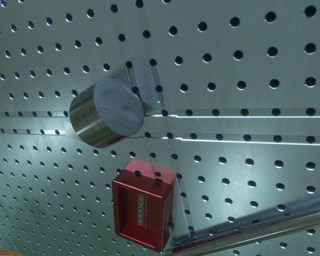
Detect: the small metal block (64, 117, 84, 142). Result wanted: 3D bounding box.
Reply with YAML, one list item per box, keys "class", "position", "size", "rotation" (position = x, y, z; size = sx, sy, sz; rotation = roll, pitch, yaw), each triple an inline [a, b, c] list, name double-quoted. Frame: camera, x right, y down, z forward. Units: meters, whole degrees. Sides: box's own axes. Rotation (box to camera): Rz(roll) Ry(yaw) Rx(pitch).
- class: "small metal block"
  position: [-0.099, -0.004, 0.443]
  size: [0.050, 0.050, 0.025]
  rotation: [18, 125, 17]

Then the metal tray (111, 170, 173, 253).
- class: "metal tray"
  position: [-0.030, 0.138, 0.507]
  size: [0.090, 0.030, 0.129]
  rotation: [15, 125, 19]

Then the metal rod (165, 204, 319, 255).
- class: "metal rod"
  position: [0.116, 0.156, 0.445]
  size: [0.299, 0.025, 0.025]
  rotation: [-33, 100, 38]

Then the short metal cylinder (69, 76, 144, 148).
- class: "short metal cylinder"
  position: [-0.067, -0.019, 0.397]
  size: [0.050, 0.080, 0.080]
  rotation: [-25, 105, 36]
